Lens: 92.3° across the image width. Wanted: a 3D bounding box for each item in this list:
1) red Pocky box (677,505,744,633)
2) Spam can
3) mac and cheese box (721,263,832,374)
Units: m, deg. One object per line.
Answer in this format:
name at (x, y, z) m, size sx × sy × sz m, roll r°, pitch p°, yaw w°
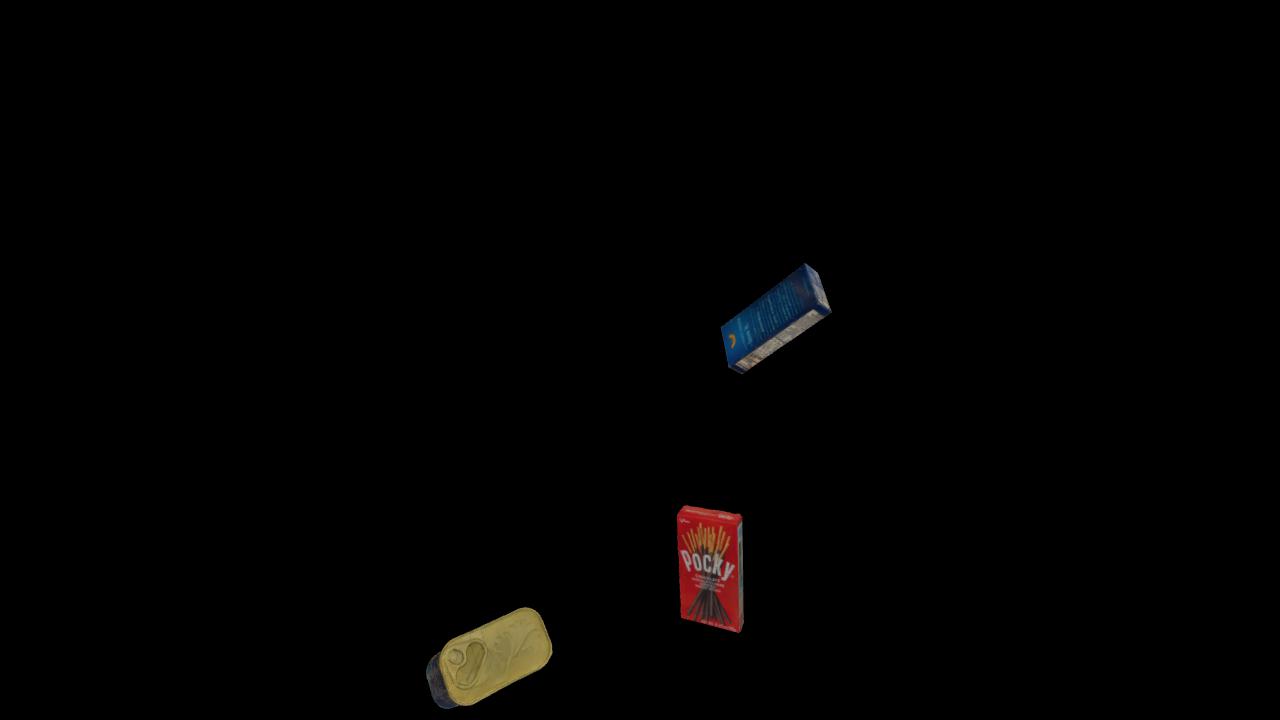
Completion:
red Pocky box at (0.091, 0.268, 0.792) m, size 0.083 × 0.155 × 0.028 m, roll 3°, pitch 13°, yaw 27°
Spam can at (-0.147, 0.289, 0.592) m, size 0.101 × 0.058 × 0.085 m, roll -12°, pitch -24°, yaw -35°
mac and cheese box at (0.214, -0.064, 0.993) m, size 0.041 × 0.093 × 0.184 m, roll 26°, pitch -48°, yaw -33°
